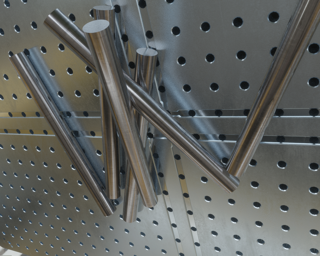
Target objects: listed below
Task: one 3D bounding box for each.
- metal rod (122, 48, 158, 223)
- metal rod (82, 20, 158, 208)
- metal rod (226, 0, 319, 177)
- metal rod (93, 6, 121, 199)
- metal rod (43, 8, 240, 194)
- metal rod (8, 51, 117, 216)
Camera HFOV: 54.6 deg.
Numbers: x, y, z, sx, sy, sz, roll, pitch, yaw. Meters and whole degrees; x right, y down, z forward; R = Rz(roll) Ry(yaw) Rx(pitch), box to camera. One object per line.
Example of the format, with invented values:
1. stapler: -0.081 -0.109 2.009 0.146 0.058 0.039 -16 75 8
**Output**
1. metal rod: -0.034 0.032 0.449 0.025 0.025 0.298 20 126 16
2. metal rod: -0.037 0.011 0.388 0.025 0.025 0.299 12 139 22
3. metal rod: 0.123 -0.065 0.306 0.025 0.025 0.298 24 127 14
4. metal rod: -0.071 -0.014 0.440 0.025 0.025 0.298 16 125 19
5. metal rod: -0.012 -0.023 0.375 0.300 0.025 0.025 43 130 -13
6. metal rod: -0.150 0.020 0.503 0.025 0.025 0.299 -13 112 34
